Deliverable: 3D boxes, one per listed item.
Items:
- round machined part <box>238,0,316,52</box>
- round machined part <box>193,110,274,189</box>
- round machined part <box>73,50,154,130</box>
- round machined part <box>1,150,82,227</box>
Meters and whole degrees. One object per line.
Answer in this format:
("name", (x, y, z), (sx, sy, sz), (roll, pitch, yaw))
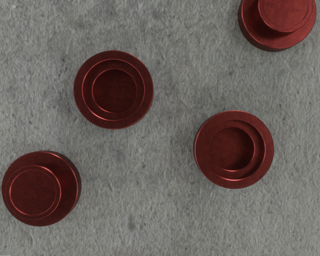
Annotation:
("round machined part", (0.156, -0.153, 0.403), (0.099, 0.042, 0.097), (0, 90, -1))
("round machined part", (0.092, 0.027, 0.403), (0.099, 0.042, 0.097), (0, 90, -1))
("round machined part", (-0.057, -0.047, 0.401), (0.099, 0.042, 0.097), (0, 90, -1))
("round machined part", (-0.156, 0.079, 0.400), (0.099, 0.042, 0.097), (0, 90, -1))
